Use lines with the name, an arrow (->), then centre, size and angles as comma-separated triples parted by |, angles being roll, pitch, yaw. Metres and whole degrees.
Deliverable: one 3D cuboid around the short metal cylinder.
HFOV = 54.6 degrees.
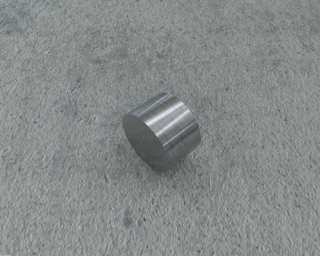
short metal cylinder -> 0.001, 0.005, 0.363 | 0.050, 0.080, 0.080 | -36, 59, -26
